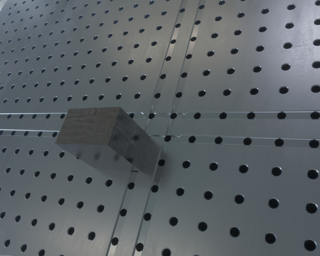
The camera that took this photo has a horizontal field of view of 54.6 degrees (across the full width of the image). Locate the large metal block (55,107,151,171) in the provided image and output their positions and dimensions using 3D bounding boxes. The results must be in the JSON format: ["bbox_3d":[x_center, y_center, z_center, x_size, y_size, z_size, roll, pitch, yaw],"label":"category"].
[{"bbox_3d":[-0.071,0.016,0.401,0.080,0.080,0.050,0,62,28],"label":"large metal block"}]
